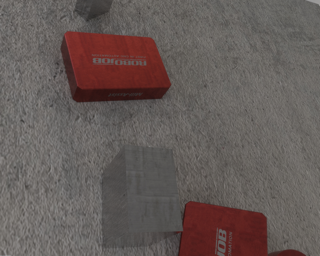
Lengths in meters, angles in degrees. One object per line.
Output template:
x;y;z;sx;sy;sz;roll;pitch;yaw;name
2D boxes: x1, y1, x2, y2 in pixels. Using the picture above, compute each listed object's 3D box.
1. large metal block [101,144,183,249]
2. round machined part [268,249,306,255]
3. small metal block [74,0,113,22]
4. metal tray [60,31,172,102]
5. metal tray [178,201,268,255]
-0.023;0.072;0.312;0.050;0.080;0.080;8;59;-24;large metal block
0.143;0.192;0.349;0.099;0.042;0.098;16;56;-26;round machined part
-0.093;-0.191;0.454;0.025;0.050;0.050;45;51;2;small metal block
-0.058;-0.083;0.420;0.131;0.030;0.090;-6;65;-31;metal tray
0.062;0.148;0.321;0.090;0.030;0.130;9;54;5;metal tray
